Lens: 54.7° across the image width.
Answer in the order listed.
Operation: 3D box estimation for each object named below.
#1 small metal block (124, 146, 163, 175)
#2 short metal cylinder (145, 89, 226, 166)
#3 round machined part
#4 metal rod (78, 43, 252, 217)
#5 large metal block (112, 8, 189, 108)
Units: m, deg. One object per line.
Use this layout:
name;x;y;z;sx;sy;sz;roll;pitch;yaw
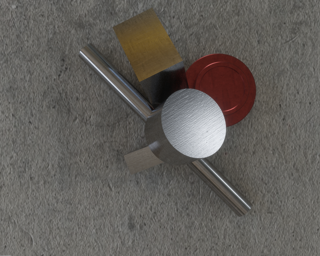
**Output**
small metal block;-0.016;0.036;0.399;0.050;0.050;0.025;-21;90;-1
short metal cylinder;0.029;0.000;0.362;0.081;0.050;0.080;7;72;-22
round machined part;0.077;-0.049;0.403;0.099;0.042;0.097;0;90;-1
metal rod;0.007;0.003;0.412;0.025;0.025;0.300;-45;91;0
large metal block;-0.008;-0.079;0.373;0.050;0.080;0.080;-26;68;1
